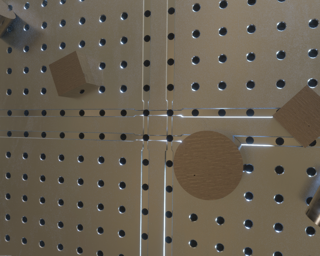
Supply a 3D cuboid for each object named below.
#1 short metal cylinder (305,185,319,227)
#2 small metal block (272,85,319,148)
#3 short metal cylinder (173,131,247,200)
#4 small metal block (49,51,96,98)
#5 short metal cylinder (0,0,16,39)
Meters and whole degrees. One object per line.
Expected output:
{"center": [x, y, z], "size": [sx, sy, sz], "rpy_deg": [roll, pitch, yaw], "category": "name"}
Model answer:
{"center": [0.199, 0.085, 0.313], "size": [0.080, 0.080, 0.050], "rpy_deg": [27, 99, 18], "category": "short metal cylinder"}
{"center": [0.166, -0.013, 0.354], "size": [0.050, 0.025, 0.050], "rpy_deg": [-45, 76, 14], "category": "small metal block"}
{"center": [0.062, 0.043, 0.377], "size": [0.080, 0.050, 0.079], "rpy_deg": [0, 90, 20], "category": "short metal cylinder"}
{"center": [-0.130, -0.079, 0.458], "size": [0.050, 0.025, 0.050], "rpy_deg": [-22, 83, 18], "category": "small metal block"}
{"center": [-0.276, -0.179, 0.481], "size": [0.050, 0.080, 0.080], "rpy_deg": [-46, 76, 14], "category": "short metal cylinder"}
